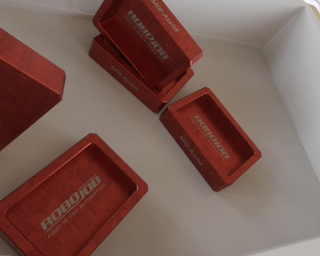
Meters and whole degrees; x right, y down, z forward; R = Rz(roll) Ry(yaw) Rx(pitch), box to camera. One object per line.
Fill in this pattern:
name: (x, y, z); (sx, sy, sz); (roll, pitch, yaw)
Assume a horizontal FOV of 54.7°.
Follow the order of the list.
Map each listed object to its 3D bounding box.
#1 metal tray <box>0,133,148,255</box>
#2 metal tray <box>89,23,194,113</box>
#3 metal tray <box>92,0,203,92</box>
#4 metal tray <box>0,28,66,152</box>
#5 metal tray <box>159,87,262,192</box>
metal tray: (-0.085, 0.075, 0.311); (0.090, 0.030, 0.131); (45, 51, 2)
metal tray: (-0.024, -0.093, 0.447); (0.130, 0.030, 0.090); (42, 51, 0)
metal tray: (-0.019, -0.116, 0.395); (0.130, 0.090, 0.030); (50, 50, -6)
metal tray: (-0.154, -0.024, 0.252); (0.090, 0.130, 0.030); (35, 33, -38)
metal tray: (0.072, 0.012, 0.435); (0.091, 0.030, 0.130); (-30, 78, -38)
